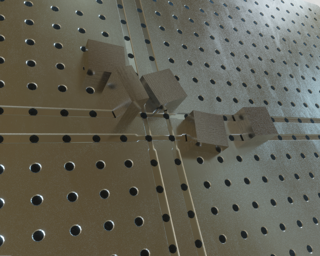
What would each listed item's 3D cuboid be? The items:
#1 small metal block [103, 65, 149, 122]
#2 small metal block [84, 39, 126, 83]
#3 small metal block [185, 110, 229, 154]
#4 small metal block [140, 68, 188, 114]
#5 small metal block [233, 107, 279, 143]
[{"bbox_3d":[-0.044,-0.043,0.394,0.025,0.050,0.050,-17,71,-35],"label":"small metal block"},{"bbox_3d":[-0.075,-0.088,0.421,0.050,0.025,0.050,6,59,-25],"label":"small metal block"},{"bbox_3d":[0.065,0.006,0.439,0.050,0.025,0.050,9,58,-23],"label":"small metal block"},{"bbox_3d":[0.002,-0.053,0.441,0.050,0.025,0.050,-22,74,-36],"label":"small metal block"},{"bbox_3d":[0.152,-0.006,0.493,0.050,0.025,0.050,-3,63,-30],"label":"small metal block"}]
